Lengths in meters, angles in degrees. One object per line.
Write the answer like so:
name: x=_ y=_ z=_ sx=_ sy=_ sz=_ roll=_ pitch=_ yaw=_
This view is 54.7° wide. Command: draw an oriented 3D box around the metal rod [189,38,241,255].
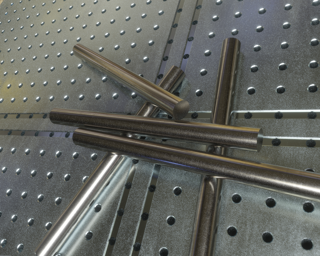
metal rod: x=0.067 y=0.016 z=0.362 sx=0.025 sy=0.025 sz=0.300 roll=-1 pitch=61 yaw=27

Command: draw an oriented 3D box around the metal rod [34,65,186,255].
metal rod: x=-0.060 y=0.038 z=0.414 sx=0.025 sy=0.025 sz=0.300 roll=27 pitch=76 yaw=37

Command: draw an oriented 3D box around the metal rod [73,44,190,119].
metal rod: x=-0.062 y=-0.082 z=0.467 sx=0.025 sy=0.025 sz=0.300 roll=-49 pitch=45 yaw=-6

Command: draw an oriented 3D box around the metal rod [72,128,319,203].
metal rod: x=0.017 y=0.032 z=0.345 sx=0.300 sy=0.025 sz=0.025 roll=9 pitch=66 yaw=31

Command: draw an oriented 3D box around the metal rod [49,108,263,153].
metal rod: x=-0.027 y=-0.003 z=0.389 sx=0.300 sy=0.025 sz=0.025 roll=7 pitch=65 yaw=30
